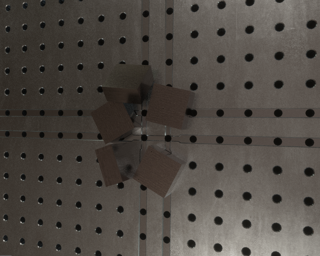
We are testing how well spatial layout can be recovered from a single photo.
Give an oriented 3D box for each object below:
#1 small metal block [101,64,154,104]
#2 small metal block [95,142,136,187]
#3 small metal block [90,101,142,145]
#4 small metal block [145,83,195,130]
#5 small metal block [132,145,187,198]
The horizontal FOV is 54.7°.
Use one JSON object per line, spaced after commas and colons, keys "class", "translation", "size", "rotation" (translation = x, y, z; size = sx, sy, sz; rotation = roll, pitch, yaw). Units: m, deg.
{"class": "small metal block", "translation": [-0.041, -0.059, 0.412], "size": [0.050, 0.025, 0.050], "rotation": [7, 49, 19]}
{"class": "small metal block", "translation": [-0.057, 0.048, 0.418], "size": [0.025, 0.050, 0.050], "rotation": [-20, 84, 19]}
{"class": "small metal block", "translation": [-0.061, -0.011, 0.433], "size": [0.050, 0.025, 0.050], "rotation": [-30, 81, 17]}
{"class": "small metal block", "translation": [0.014, -0.028, 0.407], "size": [0.050, 0.025, 0.050], "rotation": [15, 95, 19]}
{"class": "small metal block", "translation": [0.000, 0.056, 0.412], "size": [0.050, 0.025, 0.050], "rotation": [29, 99, 17]}
